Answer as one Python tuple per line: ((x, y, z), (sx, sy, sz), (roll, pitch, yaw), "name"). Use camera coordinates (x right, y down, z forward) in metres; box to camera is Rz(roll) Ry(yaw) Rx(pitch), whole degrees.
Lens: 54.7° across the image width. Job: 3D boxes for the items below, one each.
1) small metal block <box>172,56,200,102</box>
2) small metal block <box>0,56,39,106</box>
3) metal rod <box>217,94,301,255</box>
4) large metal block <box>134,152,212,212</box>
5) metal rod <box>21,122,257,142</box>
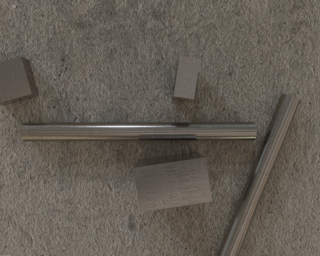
((0.032, -0.061, 0.398), (0.025, 0.050, 0.050), (9, 90, 0), "small metal block")
((-0.195, -0.061, 0.407), (0.050, 0.025, 0.050), (-16, 90, -1), "small metal block")
((0.119, 0.098, 0.411), (0.025, 0.025, 0.299), (22, 90, -1), "metal rod")
((0.014, 0.063, 0.383), (0.081, 0.080, 0.050), (-8, 90, 0), "large metal block")
((-0.027, 0.005, 0.409), (0.302, 0.025, 0.025), (0, 90, -1), "metal rod")
